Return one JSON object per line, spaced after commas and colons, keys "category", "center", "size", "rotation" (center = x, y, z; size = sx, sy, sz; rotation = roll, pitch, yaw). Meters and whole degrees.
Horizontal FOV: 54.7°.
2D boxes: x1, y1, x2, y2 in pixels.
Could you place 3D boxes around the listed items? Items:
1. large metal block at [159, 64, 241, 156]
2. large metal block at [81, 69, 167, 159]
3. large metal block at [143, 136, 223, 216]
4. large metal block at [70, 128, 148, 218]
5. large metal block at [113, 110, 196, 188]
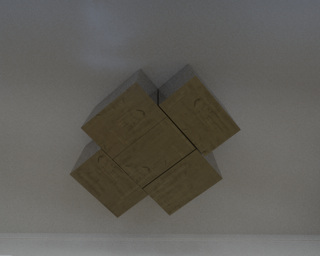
{"category": "large metal block", "center": [0.044, -0.025, 0.373], "size": [0.050, 0.080, 0.080], "rotation": [-39, 106, 13]}
{"category": "large metal block", "center": [-0.039, -0.020, 0.373], "size": [0.080, 0.080, 0.050], "rotation": [-38, 106, 12]}
{"category": "large metal block", "center": [0.026, 0.052, 0.401], "size": [0.080, 0.080, 0.050], "rotation": [-38, 106, 12]}
{"category": "large metal block", "center": [-0.059, 0.053, 0.400], "size": [0.050, 0.080, 0.080], "rotation": [-39, 106, 13]}
{"category": "large metal block", "center": [-0.007, 0.016, 0.387], "size": [0.080, 0.080, 0.050], "rotation": [-38, 106, 12]}
